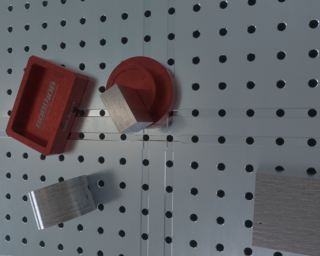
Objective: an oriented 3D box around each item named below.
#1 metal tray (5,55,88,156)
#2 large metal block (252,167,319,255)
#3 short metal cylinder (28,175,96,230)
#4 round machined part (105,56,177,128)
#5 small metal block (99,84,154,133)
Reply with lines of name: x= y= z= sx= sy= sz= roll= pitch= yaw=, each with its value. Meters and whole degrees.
metal tray: x=-0.173 y=-0.034 z=0.471 sx=0.090 sy=0.030 sz=0.129 roll=24 pitch=98 yaw=18
large metal block: x=0.149 y=0.090 z=0.347 sx=0.080 sy=0.050 sz=0.079 roll=3 pitch=91 yaw=20
short metal cylinder: x=-0.135 y=0.102 z=0.431 sx=0.080 sy=0.080 sz=0.050 roll=-21 pitch=83 yaw=19
round machined part: x=-0.030 y=-0.047 z=0.414 sx=0.098 sy=0.042 sz=0.097 roll=0 pitch=90 yaw=20
small metal block: x=-0.039 y=-0.022 z=0.368 sx=0.025 sy=0.050 sz=0.050 roll=-32 pitch=80 yaw=17
